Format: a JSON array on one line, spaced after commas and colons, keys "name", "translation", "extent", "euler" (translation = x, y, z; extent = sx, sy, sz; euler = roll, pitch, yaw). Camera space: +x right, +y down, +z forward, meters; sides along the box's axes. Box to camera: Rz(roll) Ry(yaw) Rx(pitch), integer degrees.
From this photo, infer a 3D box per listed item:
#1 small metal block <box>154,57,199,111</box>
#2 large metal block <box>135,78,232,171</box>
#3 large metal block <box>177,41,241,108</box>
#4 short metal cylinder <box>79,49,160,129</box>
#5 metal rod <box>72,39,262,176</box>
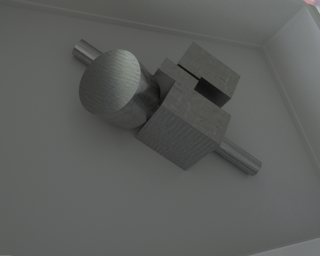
[{"name": "small metal block", "translation": [0.013, -0.054, 0.400], "extent": [0.050, 0.050, 0.025], "euler": [35, 51, -5]}, {"name": "large metal block", "translation": [0.027, -0.001, 0.386], "extent": [0.080, 0.080, 0.050], "euler": [34, 51, -6]}, {"name": "large metal block", "translation": [0.051, -0.058, 0.435], "extent": [0.080, 0.080, 0.050], "euler": [35, 51, -6]}, {"name": "short metal cylinder", "translation": [-0.047, -0.044, 0.364], "extent": [0.050, 0.080, 0.080], "euler": [37, 35, -59]}, {"name": "metal rod", "translation": [0.014, -0.025, 0.429], "extent": [0.301, 0.025, 0.025], "euler": [34, 51, -6]}]
